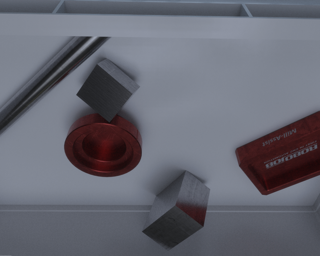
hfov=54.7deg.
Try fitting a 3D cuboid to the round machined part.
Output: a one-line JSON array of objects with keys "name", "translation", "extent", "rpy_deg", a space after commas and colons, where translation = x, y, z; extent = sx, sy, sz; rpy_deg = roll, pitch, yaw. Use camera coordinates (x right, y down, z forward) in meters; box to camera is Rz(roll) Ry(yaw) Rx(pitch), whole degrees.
[{"name": "round machined part", "translation": [-0.073, 0.018, 0.412], "extent": [0.099, 0.042, 0.097], "rpy_deg": [-1, 131, 0]}]

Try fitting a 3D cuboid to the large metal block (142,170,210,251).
[{"name": "large metal block", "translation": [0.026, 0.125, 0.472], "extent": [0.050, 0.080, 0.080], "rpy_deg": [39, 121, -7]}]

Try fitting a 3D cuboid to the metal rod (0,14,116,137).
[{"name": "metal rod", "translation": [-0.168, -0.032, 0.379], "extent": [0.299, 0.025, 0.025], "rpy_deg": [-33, 123, 25]}]

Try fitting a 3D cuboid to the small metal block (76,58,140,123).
[{"name": "small metal block", "translation": [-0.060, -0.043, 0.361], "extent": [0.050, 0.025, 0.050], "rpy_deg": [40, 121, -5]}]

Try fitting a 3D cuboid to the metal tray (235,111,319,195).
[{"name": "metal tray", "translation": [0.187, 0.041, 0.443], "extent": [0.130, 0.030, 0.090], "rpy_deg": [-28, 125, 21]}]
